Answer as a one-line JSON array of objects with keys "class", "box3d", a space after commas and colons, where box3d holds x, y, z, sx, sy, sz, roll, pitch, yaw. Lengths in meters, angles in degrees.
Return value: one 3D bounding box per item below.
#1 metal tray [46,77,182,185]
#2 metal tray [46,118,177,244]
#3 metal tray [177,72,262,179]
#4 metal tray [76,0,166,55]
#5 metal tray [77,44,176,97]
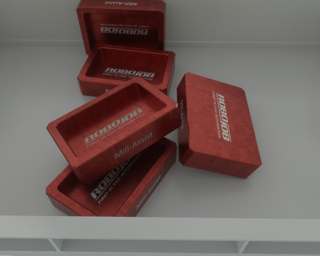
[{"class": "metal tray", "box3d": [-0.053, -0.004, 0.357, 0.131, 0.030, 0.090, -32, 45, -18]}, {"class": "metal tray", "box3d": [-0.050, 0.052, 0.357, 0.090, 0.030, 0.130, 26, 55, 20]}, {"class": "metal tray", "box3d": [0.069, -0.007, 0.389, 0.091, 0.030, 0.130, 14, 48, -15]}, {"class": "metal tray", "box3d": [-0.057, -0.156, 0.493, 0.131, 0.090, 0.030, 4, 50, 3]}, {"class": "metal tray", "box3d": [-0.047, -0.084, 0.471, 0.131, 0.030, 0.090, 8, 50, 6]}]
